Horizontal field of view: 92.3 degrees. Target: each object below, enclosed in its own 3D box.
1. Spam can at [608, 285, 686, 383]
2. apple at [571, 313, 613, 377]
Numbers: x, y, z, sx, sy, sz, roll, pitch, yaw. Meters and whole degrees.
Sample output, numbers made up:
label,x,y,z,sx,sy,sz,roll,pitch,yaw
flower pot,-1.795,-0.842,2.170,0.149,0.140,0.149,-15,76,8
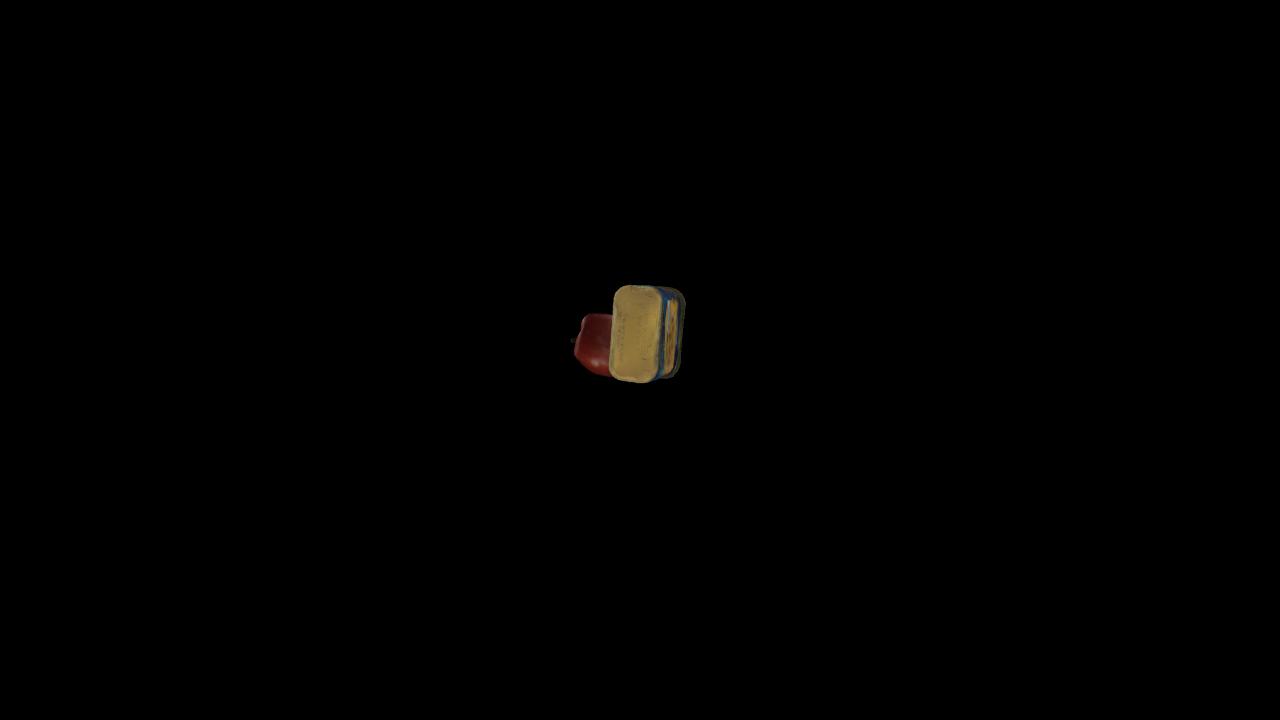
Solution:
label,x,y,z,sx,sy,sz,roll,pitch,yaw
Spam can,0.008,-0.028,0.643,0.058,0.101,0.085,6,6,17
apple,-0.038,-0.016,0.746,0.093,0.079,0.079,15,0,0
